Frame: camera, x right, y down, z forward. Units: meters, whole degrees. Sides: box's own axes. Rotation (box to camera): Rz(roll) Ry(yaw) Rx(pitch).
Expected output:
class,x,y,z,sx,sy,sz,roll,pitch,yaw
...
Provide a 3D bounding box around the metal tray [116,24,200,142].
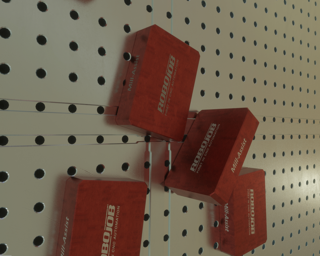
class,x,y,z,sx,sy,sz,roll,pitch,yaw
metal tray,0.001,-0.055,0.406,0.090,0.030,0.130,20,77,-38

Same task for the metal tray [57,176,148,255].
class,x,y,z,sx,sy,sz,roll,pitch,yaw
metal tray,-0.065,0.123,0.351,0.091,0.030,0.129,11,83,-39

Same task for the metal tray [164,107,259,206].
class,x,y,z,sx,sy,sz,roll,pitch,yaw
metal tray,0.070,0.034,0.424,0.030,0.090,0.130,42,65,-32

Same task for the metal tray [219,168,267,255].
class,x,y,z,sx,sy,sz,roll,pitch,yaw
metal tray,0.141,0.138,0.523,0.091,0.030,0.129,-5,93,-40
